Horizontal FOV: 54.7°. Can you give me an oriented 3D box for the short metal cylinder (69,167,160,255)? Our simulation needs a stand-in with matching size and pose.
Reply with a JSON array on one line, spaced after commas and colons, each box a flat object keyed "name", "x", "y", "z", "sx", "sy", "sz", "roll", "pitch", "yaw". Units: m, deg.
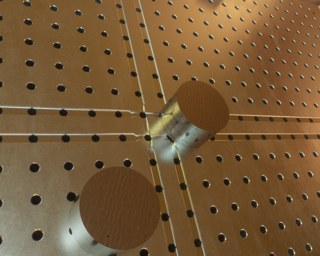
[{"name": "short metal cylinder", "x": -0.047, "y": 0.086, "z": 0.315, "sx": 0.081, "sy": 0.050, "sz": 0.080, "roll": 14, "pitch": 56, "yaw": -21}]

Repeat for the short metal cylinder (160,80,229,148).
[{"name": "short metal cylinder", "x": 0.048, "y": -0.019, "z": 0.429, "sx": 0.081, "sy": 0.050, "sz": 0.080, "roll": 14, "pitch": 56, "yaw": -21}]
